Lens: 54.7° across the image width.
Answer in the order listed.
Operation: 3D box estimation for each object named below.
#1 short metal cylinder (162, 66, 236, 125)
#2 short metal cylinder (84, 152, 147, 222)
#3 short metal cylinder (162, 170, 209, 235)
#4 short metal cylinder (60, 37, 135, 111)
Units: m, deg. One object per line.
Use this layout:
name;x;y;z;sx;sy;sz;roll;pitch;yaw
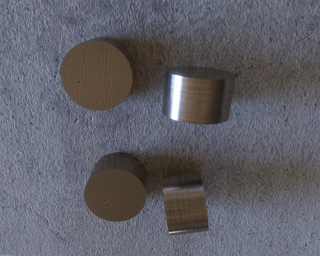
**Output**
short metal cylinder;0.045;-0.041;0.366;0.081;0.080;0.050;3;110;-1
short metal cylinder;-0.058;0.080;0.425;0.081;0.050;0.079;0;110;0
short metal cylinder;0.034;0.100;0.418;0.050;0.080;0.079;-8;110;3
short metal cylinder;-0.071;-0.066;0.371;0.081;0.050;0.079;0;110;0
